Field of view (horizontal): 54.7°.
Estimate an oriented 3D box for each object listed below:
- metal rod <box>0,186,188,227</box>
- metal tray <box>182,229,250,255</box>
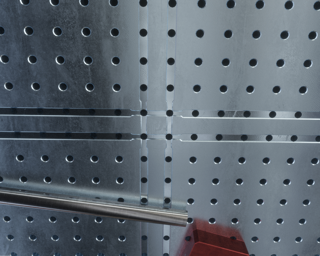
[{"bbox_3d":[-0.110,0.114,0.454,0.302,0.025,0.025,8,110,-3],"label":"metal rod"},{"bbox_3d":[0.076,0.232,0.497,0.091,0.030,0.129,17,109,-7],"label":"metal tray"}]
